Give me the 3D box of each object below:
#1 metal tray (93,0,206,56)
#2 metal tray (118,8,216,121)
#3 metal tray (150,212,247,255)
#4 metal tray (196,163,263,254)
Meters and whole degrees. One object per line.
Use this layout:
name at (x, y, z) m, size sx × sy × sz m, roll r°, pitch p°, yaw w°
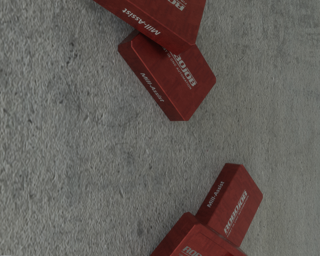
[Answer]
metal tray at (-0.010, -0.156, 0.365) m, size 0.131 × 0.030 × 0.090 m, roll 28°, pitch 61°, yaw -24°
metal tray at (0.015, -0.083, 0.414) m, size 0.130 × 0.030 × 0.090 m, roll 52°, pitch 60°, yaw -27°
metal tray at (0.055, 0.183, 0.422) m, size 0.130 × 0.030 × 0.090 m, roll 41°, pitch 86°, yaw -29°
metal tray at (0.110, 0.132, 0.493) m, size 0.090 × 0.030 × 0.130 m, roll 52°, pitch 60°, yaw -27°
